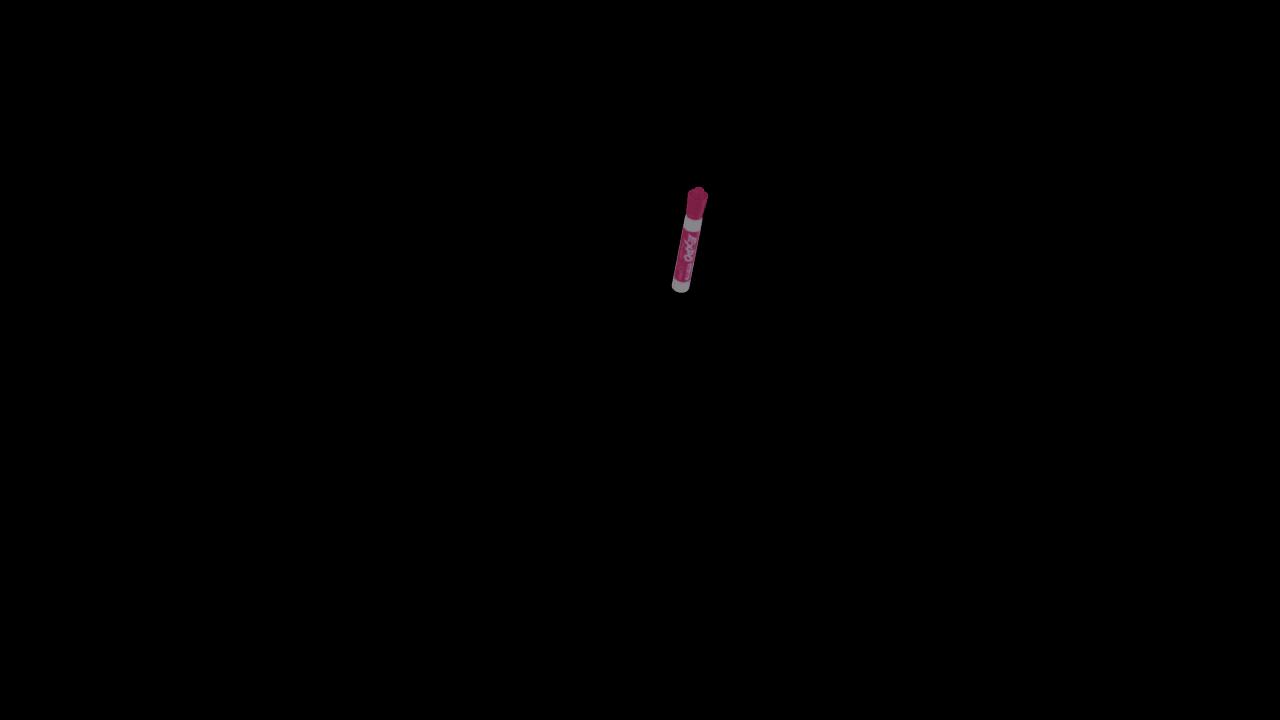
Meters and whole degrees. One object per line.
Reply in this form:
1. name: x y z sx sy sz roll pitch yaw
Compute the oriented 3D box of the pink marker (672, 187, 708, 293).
1. pink marker: 0.048 -0.115 0.598 0.020 0.020 0.121 0 -39 -7
